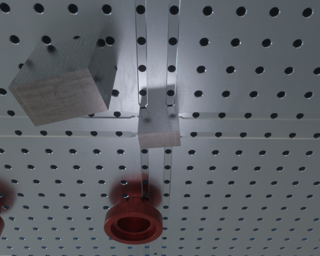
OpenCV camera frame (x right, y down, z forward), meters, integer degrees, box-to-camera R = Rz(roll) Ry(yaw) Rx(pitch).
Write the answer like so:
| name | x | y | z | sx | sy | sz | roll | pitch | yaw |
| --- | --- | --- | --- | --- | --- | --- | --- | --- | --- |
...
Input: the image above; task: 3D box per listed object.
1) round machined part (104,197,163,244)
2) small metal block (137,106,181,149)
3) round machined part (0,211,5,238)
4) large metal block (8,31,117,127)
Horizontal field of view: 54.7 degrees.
| name | x | y | z | sx | sy | sz | roll | pitch | yaw |
| --- | --- | --- | --- | --- | --- | --- | --- | --- | --- |
| round machined part | -0.044 | 0.156 | 0.533 | 0.099 | 0.042 | 0.097 | 0 | 130 | 0 |
| small metal block | -0.001 | -0.001 | 0.394 | 0.050 | 0.050 | 0.025 | -4 | 130 | 3 |
| round machined part | -0.318 | 0.157 | 0.531 | 0.099 | 0.042 | 0.097 | 0 | 130 | 0 |
| large metal block | -0.097 | -0.053 | 0.329 | 0.080 | 0.080 | 0.050 | -12 | 129 | 9 |
